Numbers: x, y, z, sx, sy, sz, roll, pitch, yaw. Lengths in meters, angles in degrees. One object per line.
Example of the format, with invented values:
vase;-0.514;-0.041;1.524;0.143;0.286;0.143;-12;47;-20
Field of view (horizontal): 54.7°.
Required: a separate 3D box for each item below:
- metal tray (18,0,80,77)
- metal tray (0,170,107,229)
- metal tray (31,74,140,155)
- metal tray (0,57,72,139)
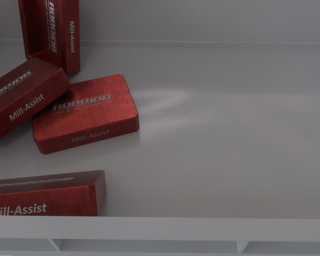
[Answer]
metal tray;-0.163;-0.148;0.458;0.090;0.129;0.030;26;40;20
metal tray;-0.123;0.069;0.305;0.131;0.090;0.030;-5;91;-4
metal tray;-0.102;-0.022;0.420;0.131;0.030;0.090;-14;52;-12
metal tray;-0.194;-0.040;0.409;0.090;0.030;0.131;25;58;41
